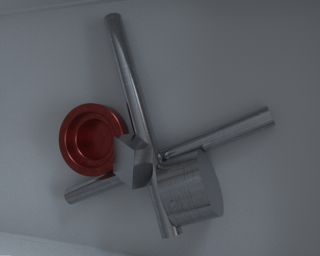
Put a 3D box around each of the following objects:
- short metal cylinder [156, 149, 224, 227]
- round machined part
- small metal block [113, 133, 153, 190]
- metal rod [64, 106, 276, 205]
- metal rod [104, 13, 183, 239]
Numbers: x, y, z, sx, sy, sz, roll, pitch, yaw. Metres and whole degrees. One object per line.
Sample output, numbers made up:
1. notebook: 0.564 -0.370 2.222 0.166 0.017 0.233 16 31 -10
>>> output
1. short metal cylinder: 0.037 0.071 0.366 0.050 0.080 0.080 -21 83 18
2. round machined part: -0.086 0.016 0.430 0.098 0.042 0.097 0 90 19
3. small metal block: -0.034 0.039 0.376 0.050 0.025 0.050 29 120 50
4. metal rod: -0.001 0.043 0.408 0.300 0.025 0.025 -24 82 18
5. metal rod: -0.026 -0.013 0.398 0.025 0.025 0.299 -20 76 18
